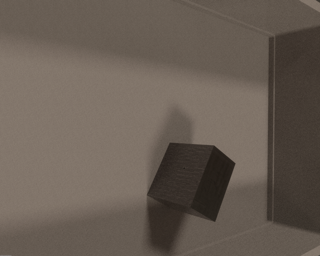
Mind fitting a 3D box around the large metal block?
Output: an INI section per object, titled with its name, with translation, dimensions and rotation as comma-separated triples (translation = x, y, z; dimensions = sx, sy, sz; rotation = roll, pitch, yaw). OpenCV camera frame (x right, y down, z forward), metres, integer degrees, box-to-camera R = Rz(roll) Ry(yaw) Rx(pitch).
[large metal block]
translation = 0.041, 0.068, 0.407
dimensions = 0.050, 0.080, 0.080
rotation = 38, 67, -34
